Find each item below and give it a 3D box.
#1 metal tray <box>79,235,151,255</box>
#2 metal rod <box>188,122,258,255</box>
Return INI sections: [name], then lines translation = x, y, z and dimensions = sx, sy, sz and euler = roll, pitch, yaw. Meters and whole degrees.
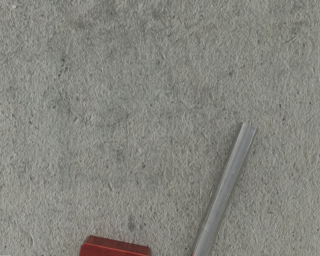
[metal tray]
translation = -0.068, 0.217, 0.407
dimensions = 0.091, 0.030, 0.129
euler = 12, 90, -1
[metal rod]
translation = 0.064, 0.136, 0.410
dimensions = 0.025, 0.025, 0.299
euler = 21, 90, -1
